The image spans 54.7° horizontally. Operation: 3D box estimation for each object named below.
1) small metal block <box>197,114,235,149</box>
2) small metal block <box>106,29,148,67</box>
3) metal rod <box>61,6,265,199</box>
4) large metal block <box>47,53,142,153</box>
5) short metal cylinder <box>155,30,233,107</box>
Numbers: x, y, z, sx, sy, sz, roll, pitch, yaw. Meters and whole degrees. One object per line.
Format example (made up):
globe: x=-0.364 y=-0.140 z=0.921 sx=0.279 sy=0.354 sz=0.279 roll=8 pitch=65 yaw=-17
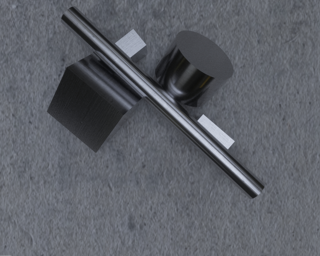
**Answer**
small metal block: x=0.063 y=0.009 z=0.396 sx=0.050 sy=0.050 sz=0.025 roll=41 pitch=90 yaw=-1
small metal block: x=-0.044 y=-0.095 z=0.398 sx=0.050 sy=0.050 sz=0.025 roll=-39 pitch=90 yaw=0
metal rod: x=0.004 y=-0.029 z=0.361 sx=0.300 sy=0.025 sz=0.025 roll=43 pitch=90 yaw=-1
large metal block: x=-0.080 y=-0.030 z=0.380 sx=0.080 sy=0.050 sz=0.080 roll=41 pitch=130 yaw=-1
short metal cylinder: x=0.041 y=-0.072 z=0.378 sx=0.080 sy=0.080 sz=0.050 roll=39 pitch=131 yaw=0
